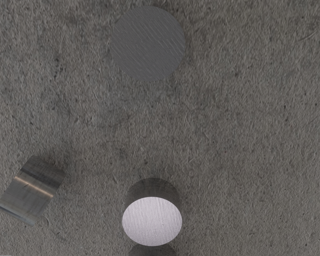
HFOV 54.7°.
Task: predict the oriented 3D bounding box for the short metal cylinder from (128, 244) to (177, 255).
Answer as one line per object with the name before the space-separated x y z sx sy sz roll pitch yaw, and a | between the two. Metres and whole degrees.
short metal cylinder | -0.012 0.222 0.478 0.081 0.050 0.079 0 110 0

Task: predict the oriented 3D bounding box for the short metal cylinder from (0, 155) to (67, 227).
short metal cylinder | -0.168 0.082 0.409 0.050 0.080 0.080 33 107 -12

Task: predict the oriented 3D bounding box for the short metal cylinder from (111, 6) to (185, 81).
short metal cylinder | -0.013 -0.099 0.360 0.081 0.050 0.079 0 110 0

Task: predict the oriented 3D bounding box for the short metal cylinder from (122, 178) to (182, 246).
short metal cylinder | -0.010 0.118 0.440 0.081 0.050 0.079 0 110 0
